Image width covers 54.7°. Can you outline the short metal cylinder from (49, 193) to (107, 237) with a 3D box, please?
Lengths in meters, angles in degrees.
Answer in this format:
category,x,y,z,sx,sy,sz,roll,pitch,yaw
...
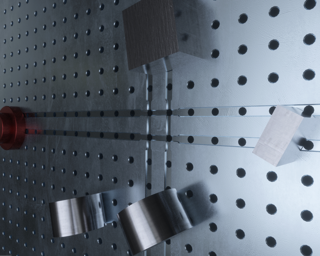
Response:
category,x,y,z,sx,sy,sz,roll,pitch,yaw
short metal cylinder,-0.127,0.133,0.479,0.080,0.081,0.050,-18,79,38

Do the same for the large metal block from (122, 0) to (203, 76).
category,x,y,z,sx,sy,sz,roll,pitch,yaw
large metal block,0.002,-0.118,0.391,0.080,0.050,0.080,-11,83,39

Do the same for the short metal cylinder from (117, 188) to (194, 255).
category,x,y,z,sx,sy,sz,roll,pitch,yaw
short metal cylinder,-0.006,0.115,0.379,0.080,0.081,0.050,-39,66,33

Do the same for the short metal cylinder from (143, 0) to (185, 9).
category,x,y,z,sx,sy,sz,roll,pitch,yaw
short metal cylinder,0.000,-0.199,0.393,0.080,0.050,0.080,0,90,40

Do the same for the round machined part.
category,x,y,z,sx,sy,sz,roll,pitch,yaw
round machined part,-0.339,0.000,0.679,0.098,0.042,0.097,0,90,40

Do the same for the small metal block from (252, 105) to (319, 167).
category,x,y,z,sx,sy,sz,roll,pitch,yaw
small metal block,0.120,0.007,0.294,0.025,0.050,0.050,35,112,34
